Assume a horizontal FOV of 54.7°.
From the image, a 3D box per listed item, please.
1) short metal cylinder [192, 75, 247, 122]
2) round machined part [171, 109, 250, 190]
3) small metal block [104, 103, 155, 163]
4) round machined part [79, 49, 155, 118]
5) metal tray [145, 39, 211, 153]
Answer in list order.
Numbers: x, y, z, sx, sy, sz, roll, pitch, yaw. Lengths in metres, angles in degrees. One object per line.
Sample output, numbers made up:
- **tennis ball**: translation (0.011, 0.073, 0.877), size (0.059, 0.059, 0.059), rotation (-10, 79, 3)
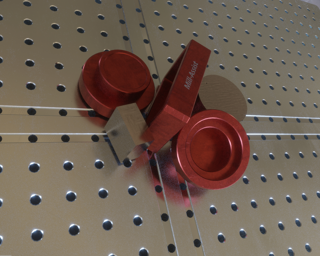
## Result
- **short metal cylinder**: translation (0.077, -0.030, 0.447), size (0.081, 0.050, 0.080), rotation (14, 56, -21)
- **round machined part**: translation (0.060, 0.028, 0.393), size (0.099, 0.042, 0.097), rotation (2, 82, -18)
- **small metal block**: translation (-0.037, 0.006, 0.363), size (0.025, 0.050, 0.050), rotation (-16, 71, -35)
- **round machined part**: translation (-0.051, -0.062, 0.402), size (0.099, 0.042, 0.098), rotation (14, 56, -21)
- **metal tray**: translation (0.018, -0.041, 0.396), size (0.030, 0.090, 0.130), rotation (29, 52, -10)
